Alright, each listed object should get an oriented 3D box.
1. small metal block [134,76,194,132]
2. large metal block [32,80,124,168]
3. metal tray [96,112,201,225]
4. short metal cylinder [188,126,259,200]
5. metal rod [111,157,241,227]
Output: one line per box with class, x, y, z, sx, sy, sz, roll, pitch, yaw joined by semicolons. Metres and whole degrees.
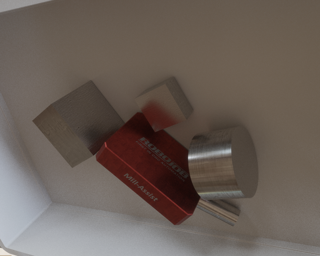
small metal block;0.005;-0.029;0.384;0.050;0.025;0.050;-22;107;35
large metal block;-0.107;-0.007;0.421;0.050;0.080;0.080;-29;102;37
metal tray;-0.004;0.047;0.394;0.130;0.090;0.030;40;128;1
short metal cylinder;0.075;0.041;0.356;0.050;0.080;0.080;-12;113;34
metal rod;-0.027;0.061;0.457;0.301;0.025;0.025;25;127;12
